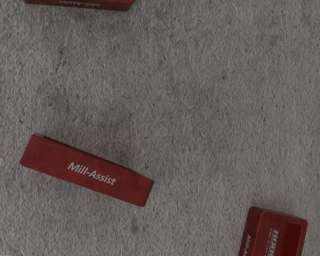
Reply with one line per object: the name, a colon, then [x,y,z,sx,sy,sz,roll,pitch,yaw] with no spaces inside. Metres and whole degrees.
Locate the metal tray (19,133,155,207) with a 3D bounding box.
metal tray: [-0.081,0.044,0.344,0.131,0.090,0.030,24,82,-19]

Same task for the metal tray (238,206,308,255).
metal tray: [0.166,0.192,0.467,0.091,0.030,0.129,16,85,-20]

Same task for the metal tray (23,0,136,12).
metal tray: [-0.098,-0.194,0.370,0.131,0.030,0.089,-3,91,-20]
